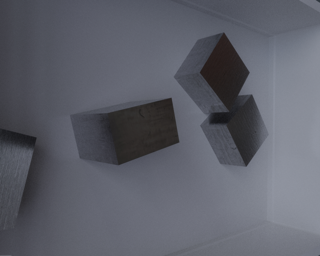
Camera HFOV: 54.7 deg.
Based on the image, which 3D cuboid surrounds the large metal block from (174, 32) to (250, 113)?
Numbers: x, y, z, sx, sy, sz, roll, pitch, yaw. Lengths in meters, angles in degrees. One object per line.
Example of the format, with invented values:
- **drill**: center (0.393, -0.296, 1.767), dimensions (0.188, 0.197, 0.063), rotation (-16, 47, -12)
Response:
- **large metal block**: center (0.079, -0.079, 0.459), dimensions (0.080, 0.050, 0.080), rotation (46, 62, -31)

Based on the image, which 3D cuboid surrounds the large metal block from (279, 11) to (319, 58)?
- **large metal block**: center (0.293, -0.191, 0.642), dimensions (0.081, 0.050, 0.079), rotation (-10, 97, -40)

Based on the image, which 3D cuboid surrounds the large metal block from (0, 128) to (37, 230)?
- **large metal block**: center (-0.151, 0.037, 0.240), dimensions (0.080, 0.050, 0.080), rotation (39, 60, -73)

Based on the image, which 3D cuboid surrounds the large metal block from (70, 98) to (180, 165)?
- **large metal block**: center (-0.039, 0.001, 0.340), dimensions (0.081, 0.080, 0.050), rotation (-18, 102, -39)

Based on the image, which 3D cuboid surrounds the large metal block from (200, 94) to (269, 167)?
- **large metal block**: center (0.121, 0.003, 0.495), dimensions (0.080, 0.050, 0.080), rotation (-45, 117, -31)
